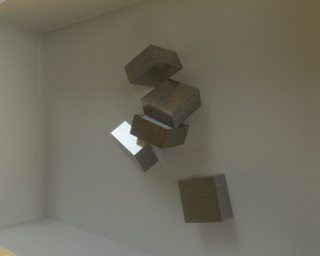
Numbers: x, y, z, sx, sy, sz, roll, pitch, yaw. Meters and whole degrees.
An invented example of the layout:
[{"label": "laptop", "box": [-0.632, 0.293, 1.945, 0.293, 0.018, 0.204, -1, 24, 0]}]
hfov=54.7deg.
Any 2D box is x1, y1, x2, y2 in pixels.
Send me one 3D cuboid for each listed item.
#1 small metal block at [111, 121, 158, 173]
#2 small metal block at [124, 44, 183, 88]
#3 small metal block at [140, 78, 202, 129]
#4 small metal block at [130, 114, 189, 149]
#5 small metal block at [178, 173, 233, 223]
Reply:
[{"label": "small metal block", "box": [-0.033, 0.025, 0.413, 0.025, 0.050, 0.050, -42, 56, -14]}, {"label": "small metal block", "box": [-0.008, -0.077, 0.395, 0.050, 0.050, 0.025, -32, 70, 35]}, {"label": "small metal block", "box": [0.014, -0.031, 0.375, 0.050, 0.050, 0.025, 26, 145, 37]}, {"label": "small metal block", "box": [0.000, 0.002, 0.385, 0.050, 0.050, 0.025, 24, 107, 30]}, {"label": "small metal block", "box": [0.053, 0.082, 0.362, 0.050, 0.025, 0.050, -16, 80, 38]}]
